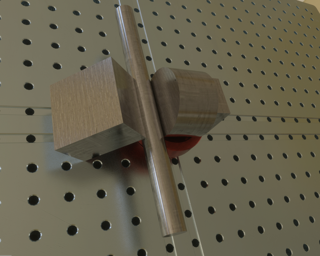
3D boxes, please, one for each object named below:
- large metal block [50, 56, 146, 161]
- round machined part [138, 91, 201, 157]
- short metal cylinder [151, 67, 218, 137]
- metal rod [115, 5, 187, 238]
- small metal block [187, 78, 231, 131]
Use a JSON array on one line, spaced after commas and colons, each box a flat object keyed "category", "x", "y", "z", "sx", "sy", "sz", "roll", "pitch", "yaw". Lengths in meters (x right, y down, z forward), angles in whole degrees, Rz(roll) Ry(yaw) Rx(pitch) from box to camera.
[{"category": "large metal block", "x": -0.069, "y": -0.018, "z": 0.340, "sx": 0.050, "sy": 0.080, "sz": 0.080, "roll": 40, "pitch": 33, "yaw": -60}, {"category": "round machined part", "x": 0.004, "y": -0.006, "z": 0.403, "sx": 0.099, "sy": 0.042, "sz": 0.098, "roll": 14, "pitch": 56, "yaw": -21}, {"category": "short metal cylinder", "x": 0.024, "y": -0.029, "z": 0.366, "sx": 0.050, "sy": 0.080, "sz": 0.080, "roll": 1, "pitch": 62, "yaw": -28}, {"category": "metal rod", "x": -0.018, "y": -0.028, "z": 0.364, "sx": 0.025, "sy": 0.025, "sz": 0.299, "roll": 1, "pitch": 61, "yaw": -28}, {"category": "small metal block", "x": 0.056, "y": -0.028, "z": 0.387, "sx": 0.025, "sy": 0.050, "sz": 0.050, "roll": 1, "pitch": 62, "yaw": -28}]
